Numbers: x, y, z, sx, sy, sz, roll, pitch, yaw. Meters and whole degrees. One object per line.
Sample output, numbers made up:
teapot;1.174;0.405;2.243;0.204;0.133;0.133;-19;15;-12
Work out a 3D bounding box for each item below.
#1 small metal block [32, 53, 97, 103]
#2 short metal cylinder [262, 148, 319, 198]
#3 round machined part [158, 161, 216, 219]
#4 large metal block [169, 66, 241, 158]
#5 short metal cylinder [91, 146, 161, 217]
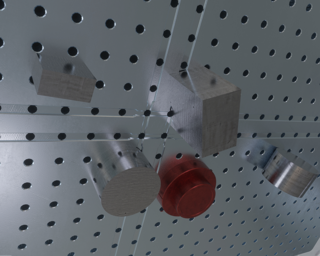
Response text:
small metal block;-0.097;-0.050;0.311;0.050;0.050;0.025;7;115;-32
short metal cylinder;0.230;0.078;0.550;0.081;0.080;0.050;15;111;-34
round machined part;0.048;0.104;0.491;0.099;0.042;0.097;-14;124;-21
large metal block;0.054;-0.023;0.391;0.050;0.080;0.079;-17;125;-19
short metal cylinder;-0.046;0.070;0.413;0.081;0.050;0.079;-14;124;-21
